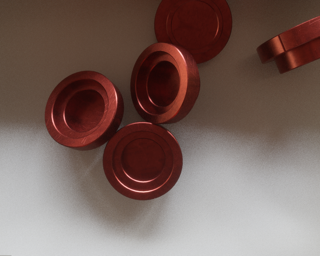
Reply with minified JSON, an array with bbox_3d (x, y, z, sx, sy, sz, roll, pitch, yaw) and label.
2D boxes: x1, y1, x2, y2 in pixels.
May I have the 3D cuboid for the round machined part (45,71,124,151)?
[{"bbox_3d":[-0.090,-0.019,0.390,0.098,0.042,0.098,-5,73,16],"label":"round machined part"}]

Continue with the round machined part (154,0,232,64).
[{"bbox_3d":[0.042,-0.129,0.389,0.099,0.042,0.097,0,109,0],"label":"round machined part"}]

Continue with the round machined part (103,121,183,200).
[{"bbox_3d":[-0.021,0.040,0.400,0.099,0.042,0.097,0,94,0],"label":"round machined part"}]

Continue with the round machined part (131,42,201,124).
[{"bbox_3d":[0.011,-0.053,0.384,0.042,0.098,0.097,-1,92,-46],"label":"round machined part"}]

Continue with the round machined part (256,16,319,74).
[{"bbox_3d":[0.173,-0.098,0.377,0.098,0.098,0.042,-22,90,0],"label":"round machined part"}]
